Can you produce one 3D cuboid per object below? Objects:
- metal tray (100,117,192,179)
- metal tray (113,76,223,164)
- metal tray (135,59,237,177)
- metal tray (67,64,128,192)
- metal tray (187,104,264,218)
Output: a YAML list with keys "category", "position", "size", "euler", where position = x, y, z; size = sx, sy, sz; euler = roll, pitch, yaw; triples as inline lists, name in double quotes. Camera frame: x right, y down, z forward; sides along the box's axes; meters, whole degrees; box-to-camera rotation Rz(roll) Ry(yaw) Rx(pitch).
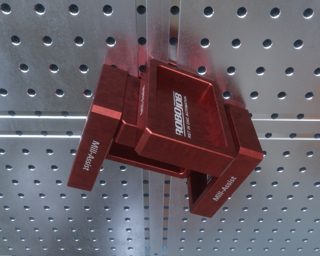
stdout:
- category: "metal tray"
  position: [-0.006, 0.017, 0.422]
  size: [0.131, 0.030, 0.089]
  euler: [17, 128, -15]
- category: "metal tray"
  position: [0.016, -0.007, 0.363]
  size: [0.131, 0.090, 0.030]
  euler: [17, 128, -14]
- category: "metal tray"
  position: [0.024, -0.016, 0.328]
  size: [0.091, 0.130, 0.030]
  euler: [17, 128, -15]
- category: "metal tray"
  position: [-0.075, 0.001, 0.369]
  size: [0.030, 0.090, 0.129]
  euler: [17, 128, -14]
- category: "metal tray"
  position: [0.077, 0.044, 0.406]
  size: [0.030, 0.090, 0.129]
  euler: [17, 128, -14]
